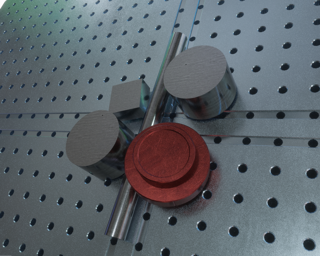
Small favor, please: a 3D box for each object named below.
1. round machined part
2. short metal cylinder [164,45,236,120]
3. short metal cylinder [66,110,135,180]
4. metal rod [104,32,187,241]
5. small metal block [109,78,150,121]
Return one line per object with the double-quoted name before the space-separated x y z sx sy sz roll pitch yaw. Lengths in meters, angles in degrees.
"round machined part" 0.007 0.036 0.351 0.098 0.042 0.098 -4 62 8
"short metal cylinder" 0.051 -0.058 0.395 0.080 0.050 0.080 -13 56 21
"short metal cylinder" -0.076 0.023 0.413 0.080 0.050 0.080 -13 56 21
"metal rod" -0.011 -0.006 0.413 0.025 0.025 0.300 3 63 29
"small metal block" -0.044 -0.040 0.450 0.050 0.025 0.050 -10 57 22
